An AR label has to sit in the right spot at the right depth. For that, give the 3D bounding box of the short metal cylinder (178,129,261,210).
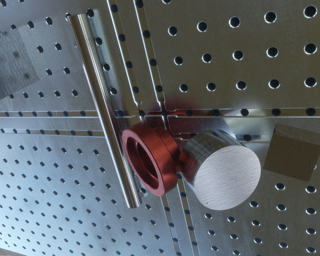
[{"bbox_3d":[0.068,0.047,0.361,0.081,0.050,0.079,-6,111,-16],"label":"short metal cylinder"}]

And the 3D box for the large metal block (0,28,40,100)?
[{"bbox_3d":[-0.234,-0.089,0.441,0.050,0.080,0.080,-2,118,29],"label":"large metal block"}]

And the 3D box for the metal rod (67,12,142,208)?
[{"bbox_3d":[-0.071,-0.008,0.442,0.025,0.025,0.298,2,119,27],"label":"metal rod"}]

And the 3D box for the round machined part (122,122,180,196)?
[{"bbox_3d":[-0.006,0.036,0.407,0.098,0.042,0.097,45,150,35],"label":"round machined part"}]

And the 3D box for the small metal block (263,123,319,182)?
[{"bbox_3d":[0.149,0.027,0.349,0.050,0.025,0.050,15,125,19],"label":"small metal block"}]
